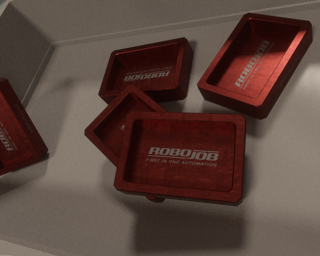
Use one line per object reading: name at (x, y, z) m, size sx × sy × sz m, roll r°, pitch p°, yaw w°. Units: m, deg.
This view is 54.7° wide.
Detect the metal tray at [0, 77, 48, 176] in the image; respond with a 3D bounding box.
metal tray at (-0.240, 0.002, 0.461) m, size 0.090 × 0.129 × 0.030 m, roll -20°, pitch 18°, yaw 10°

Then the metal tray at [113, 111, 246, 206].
metal tray at (0.023, 0.030, 0.331) m, size 0.130 × 0.030 × 0.090 m, roll 3°, pitch 71°, yaw 16°

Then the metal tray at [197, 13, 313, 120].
metal tray at (0.119, -0.082, 0.389) m, size 0.090 × 0.030 × 0.130 m, roll 25°, pitch 75°, yaw 36°

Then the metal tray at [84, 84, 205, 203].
metal tray at (-0.020, 0.016, 0.382) m, size 0.130 × 0.030 × 0.090 m, roll 41°, pitch 84°, yaw 25°

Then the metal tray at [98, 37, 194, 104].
metal tray at (-0.021, -0.082, 0.461) m, size 0.130 × 0.030 × 0.090 m, roll -3°, pitch 60°, yaw 26°
